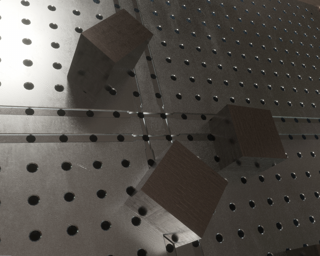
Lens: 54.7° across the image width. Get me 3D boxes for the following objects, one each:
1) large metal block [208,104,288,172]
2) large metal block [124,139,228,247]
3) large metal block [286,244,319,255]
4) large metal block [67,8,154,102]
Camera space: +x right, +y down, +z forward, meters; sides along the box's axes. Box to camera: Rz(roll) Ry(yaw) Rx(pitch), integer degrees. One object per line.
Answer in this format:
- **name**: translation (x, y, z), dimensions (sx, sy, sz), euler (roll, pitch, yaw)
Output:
- **large metal block**: translation (0.126, 0.016, 0.452), dimensions (0.081, 0.050, 0.080), euler (5, 59, -26)
- **large metal block**: translation (0.020, 0.075, 0.359), dimensions (0.080, 0.050, 0.080), euler (39, 51, -2)
- **large metal block**: translation (0.219, 0.195, 0.394), dimensions (0.081, 0.050, 0.080), euler (10, 57, -23)
- **large metal block**: translation (-0.064, -0.092, 0.396), dimensions (0.050, 0.080, 0.080), euler (41, 51, -1)
